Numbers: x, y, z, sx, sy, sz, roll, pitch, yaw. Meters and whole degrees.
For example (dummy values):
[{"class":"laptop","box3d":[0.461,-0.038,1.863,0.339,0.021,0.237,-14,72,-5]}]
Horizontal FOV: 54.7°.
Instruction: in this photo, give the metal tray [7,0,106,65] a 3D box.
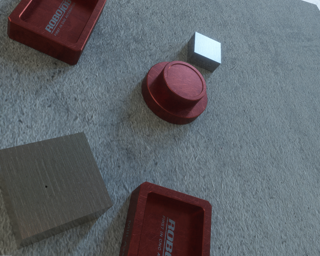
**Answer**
[{"class":"metal tray","box3d":[-0.135,-0.155,0.423,0.091,0.030,0.130,23,53,-15]}]

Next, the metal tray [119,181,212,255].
[{"class":"metal tray","box3d":[0.006,0.131,0.324,0.091,0.030,0.130,21,54,-16]}]

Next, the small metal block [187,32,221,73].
[{"class":"small metal block","box3d":[0.075,-0.128,0.525,0.050,0.025,0.050,19,54,-18]}]

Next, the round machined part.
[{"class":"round machined part","box3d":[0.027,-0.057,0.444,0.099,0.042,0.098,14,56,-21]}]

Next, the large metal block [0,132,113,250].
[{"class":"large metal block","box3d":[-0.103,0.057,0.298,0.081,0.050,0.080,-14,69,-34]}]
